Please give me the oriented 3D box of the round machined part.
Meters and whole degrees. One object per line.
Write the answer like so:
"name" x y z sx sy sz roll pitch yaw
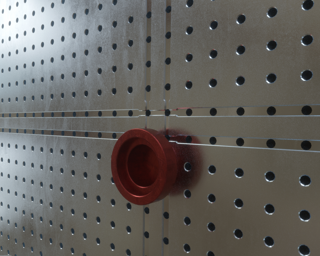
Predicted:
"round machined part" -0.016 0.049 0.410 0.098 0.042 0.097 0 90 39
